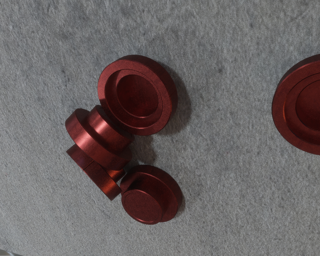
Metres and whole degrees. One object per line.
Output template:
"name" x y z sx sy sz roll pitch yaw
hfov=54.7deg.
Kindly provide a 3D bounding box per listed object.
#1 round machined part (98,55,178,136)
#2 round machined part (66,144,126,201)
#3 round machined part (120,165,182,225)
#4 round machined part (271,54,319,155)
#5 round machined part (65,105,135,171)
"round machined part" -0.023 -0.043 0.380 0.098 0.042 0.097 13 124 20
"round machined part" -0.089 0.057 0.456 0.098 0.042 0.098 43 164 16
"round machined part" -0.019 0.108 0.471 0.098 0.042 0.097 13 124 20
"round machined part" 0.161 -0.025 0.296 0.098 0.042 0.097 13 124 20
"round machined part" -0.072 0.007 0.410 0.098 0.098 0.042 44 98 -3
